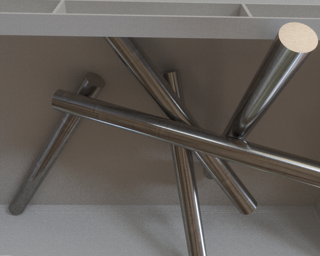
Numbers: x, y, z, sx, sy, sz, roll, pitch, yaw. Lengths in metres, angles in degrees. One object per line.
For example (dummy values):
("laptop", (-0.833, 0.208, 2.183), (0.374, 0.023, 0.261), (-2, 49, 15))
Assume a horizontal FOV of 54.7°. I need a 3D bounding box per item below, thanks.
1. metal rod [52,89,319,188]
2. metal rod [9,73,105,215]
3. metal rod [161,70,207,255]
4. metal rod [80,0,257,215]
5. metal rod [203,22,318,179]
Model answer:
("metal rod", (0.025, 0.008, 0.325), (0.301, 0.025, 0.025), (16, 131, 12))
("metal rod", (-0.158, 0.039, 0.440), (0.025, 0.025, 0.298), (27, 125, -21))
("metal rod", (0.035, 0.076, 0.399), (0.025, 0.025, 0.298), (-8, 107, 6))
("metal rod", (0.021, -0.013, 0.345), (0.025, 0.025, 0.300), (-31, 108, 23))
("metal rod", (0.083, 0.004, 0.333), (0.025, 0.025, 0.299), (1, 156, -2))
